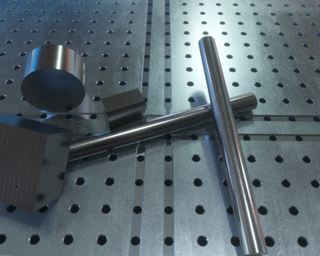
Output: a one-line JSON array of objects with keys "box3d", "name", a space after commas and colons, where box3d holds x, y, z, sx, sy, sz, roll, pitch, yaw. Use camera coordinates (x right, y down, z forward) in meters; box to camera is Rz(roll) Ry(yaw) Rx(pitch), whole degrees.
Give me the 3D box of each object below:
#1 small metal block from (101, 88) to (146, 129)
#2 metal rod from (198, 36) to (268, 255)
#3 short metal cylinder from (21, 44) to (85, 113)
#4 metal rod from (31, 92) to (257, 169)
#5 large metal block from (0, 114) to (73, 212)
[{"box3d": [-0.047, -0.019, 0.407, 0.050, 0.050, 0.025, -18, 53, -15], "name": "small metal block"}, {"box3d": [0.082, -0.002, 0.384, 0.025, 0.025, 0.299, -3, 58, -3], "name": "metal rod"}, {"box3d": [-0.144, -0.067, 0.426, 0.081, 0.080, 0.050, -6, 51, -6], "name": "short metal cylinder"}, {"box3d": [-0.010, 0.001, 0.406, 0.302, 0.025, 0.025, -16, 52, -13], "name": "metal rod"}, {"box3d": [-0.150, 0.034, 0.334, 0.080, 0.079, 0.050, 14, 7, 11], "name": "large metal block"}]
